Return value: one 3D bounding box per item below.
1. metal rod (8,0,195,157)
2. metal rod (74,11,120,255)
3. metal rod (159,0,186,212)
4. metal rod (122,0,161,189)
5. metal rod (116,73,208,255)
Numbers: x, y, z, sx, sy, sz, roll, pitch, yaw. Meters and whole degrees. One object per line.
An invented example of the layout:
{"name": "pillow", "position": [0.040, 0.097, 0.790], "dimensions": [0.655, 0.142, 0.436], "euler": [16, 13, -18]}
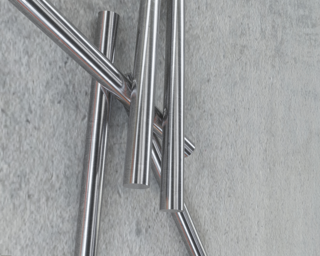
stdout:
{"name": "metal rod", "position": [-0.058, -0.059, 0.323], "dimensions": [0.300, 0.025, 0.025], "euler": [43, 64, -32]}
{"name": "metal rod", "position": [-0.071, 0.019, 0.346], "dimensions": [0.025, 0.025, 0.298], "euler": [8, 85, -40]}
{"name": "metal rod", "position": [0.017, -0.054, 0.370], "dimensions": [0.025, 0.025, 0.299], "euler": [22, 61, -38]}
{"name": "metal rod", "position": [-0.015, -0.084, 0.342], "dimensions": [0.025, 0.025, 0.299], "euler": [22, 60, -38]}
{"name": "metal rod", "position": [0.009, 0.070, 0.414], "dimensions": [0.025, 0.025, 0.299], "euler": [-35, 112, -35]}
